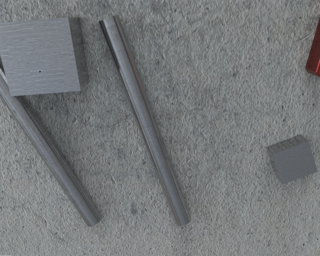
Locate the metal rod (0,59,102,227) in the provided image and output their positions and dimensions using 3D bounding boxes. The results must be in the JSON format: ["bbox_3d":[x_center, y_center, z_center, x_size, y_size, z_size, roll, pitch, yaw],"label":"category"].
[{"bbox_3d":[-0.161,0.011,0.411,0.025,0.025,0.299,-24,109,8],"label":"metal rod"}]

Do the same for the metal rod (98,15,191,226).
[{"bbox_3d":[-0.013,0.004,0.411,0.025,0.025,0.298,-18,110,6],"label":"metal rod"}]

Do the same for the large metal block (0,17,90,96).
[{"bbox_3d":[-0.134,-0.085,0.363,0.081,0.050,0.079,-4,110,1],"label":"large metal block"}]

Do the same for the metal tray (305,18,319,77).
[{"bbox_3d":[0.256,-0.101,0.373,0.131,0.030,0.089,7,110,-3],"label":"metal tray"}]

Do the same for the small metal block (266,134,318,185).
[{"bbox_3d":[0.182,0.043,0.428,0.050,0.025,0.050,-22,109,7],"label":"small metal block"}]
